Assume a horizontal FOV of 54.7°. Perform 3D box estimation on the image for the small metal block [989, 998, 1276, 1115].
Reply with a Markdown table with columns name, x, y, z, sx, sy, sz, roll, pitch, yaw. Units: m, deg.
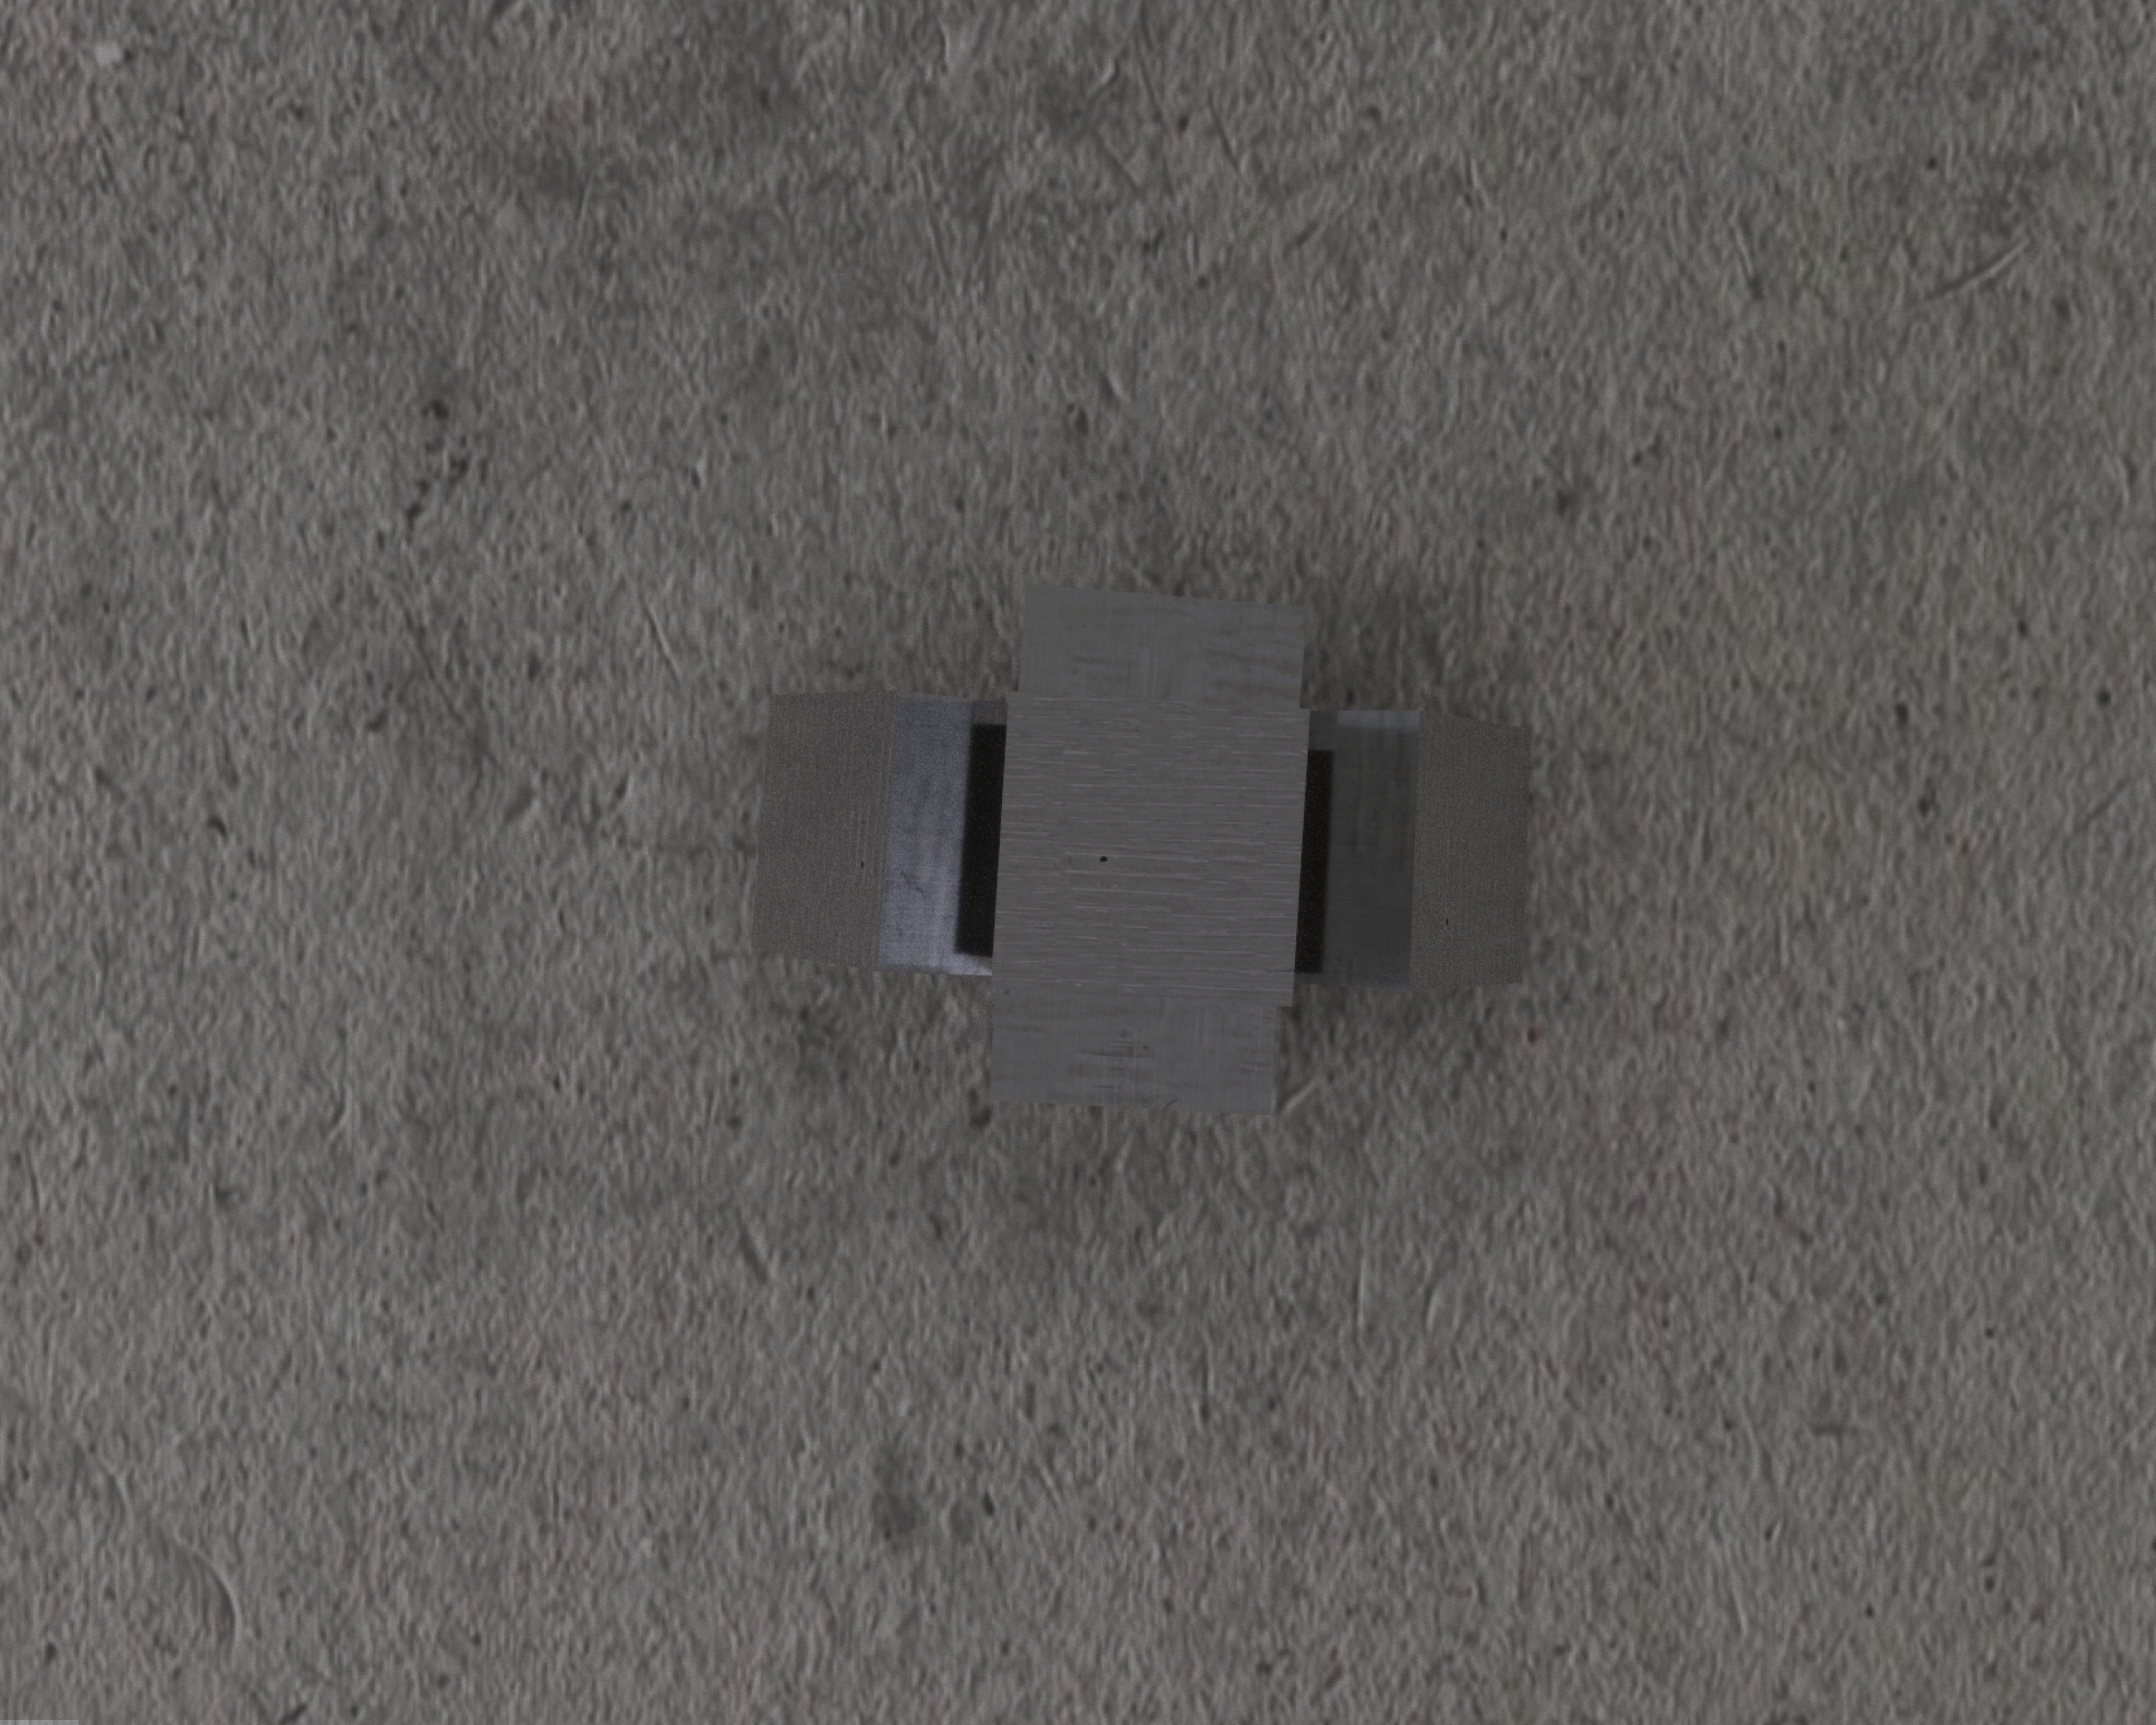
| name | x | y | z | sx | sy | sz | roll | pitch | yaw |
| --- | --- | --- | --- | --- | --- | --- | --- | --- | --- |
| small metal block | 0.010 | 0.031 | 0.397 | 0.050 | 0.050 | 0.025 | 3 | 90 | 0 |

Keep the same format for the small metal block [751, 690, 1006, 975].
| name | x | y | z | sx | sy | sz | roll | pitch | yaw |
| --- | --- | --- | --- | --- | --- | --- | --- | --- | --- |
| small metal block | -0.037 | -0.006 | 0.394 | 0.025 | 0.050 | 0.050 | 4 | 90 | -35 |

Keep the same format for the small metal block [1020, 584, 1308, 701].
| name | x | y | z | sx | sy | sz | roll | pitch | yaw |
| --- | --- | --- | --- | --- | --- | --- | --- | --- | --- |
| small metal block | 0.015 | -0.035 | 0.397 | 0.050 | 0.050 | 0.025 | 5 | 90 | 0 |

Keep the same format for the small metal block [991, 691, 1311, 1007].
| name | x | y | z | sx | sy | sz | roll | pitch | yaw |
| --- | --- | --- | --- | --- | --- | --- | --- | --- | --- |
| small metal block | 0.012 | -0.002 | 0.360 | 0.050 | 0.025 | 0.050 | 3 | 90 | 0 |

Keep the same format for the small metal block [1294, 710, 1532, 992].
| name | x | y | z | sx | sy | sz | roll | pitch | yaw |
| --- | --- | --- | --- | --- | --- | --- | --- | --- | --- |
| small metal block | 0.063 | -0.002 | 0.395 | 0.025 | 0.050 | 0.050 | 2 | 90 | 35 |
